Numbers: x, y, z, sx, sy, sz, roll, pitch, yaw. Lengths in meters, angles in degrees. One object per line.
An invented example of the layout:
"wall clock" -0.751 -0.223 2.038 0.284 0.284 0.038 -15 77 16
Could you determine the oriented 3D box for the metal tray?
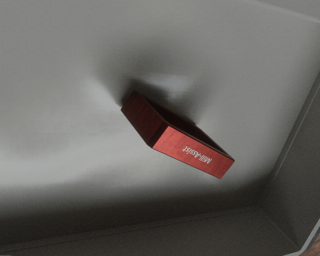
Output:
"metal tray" 0.023 0.009 0.382 0.131 0.090 0.030 27 103 -38
